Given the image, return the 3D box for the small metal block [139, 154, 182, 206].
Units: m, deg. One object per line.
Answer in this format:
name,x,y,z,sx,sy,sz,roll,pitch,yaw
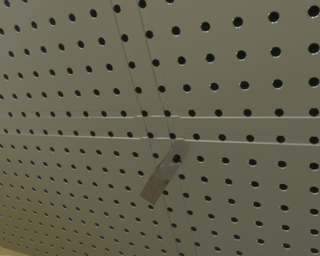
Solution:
small metal block,0.001,0.073,0.440,0.025,0.050,0.050,33,129,7
